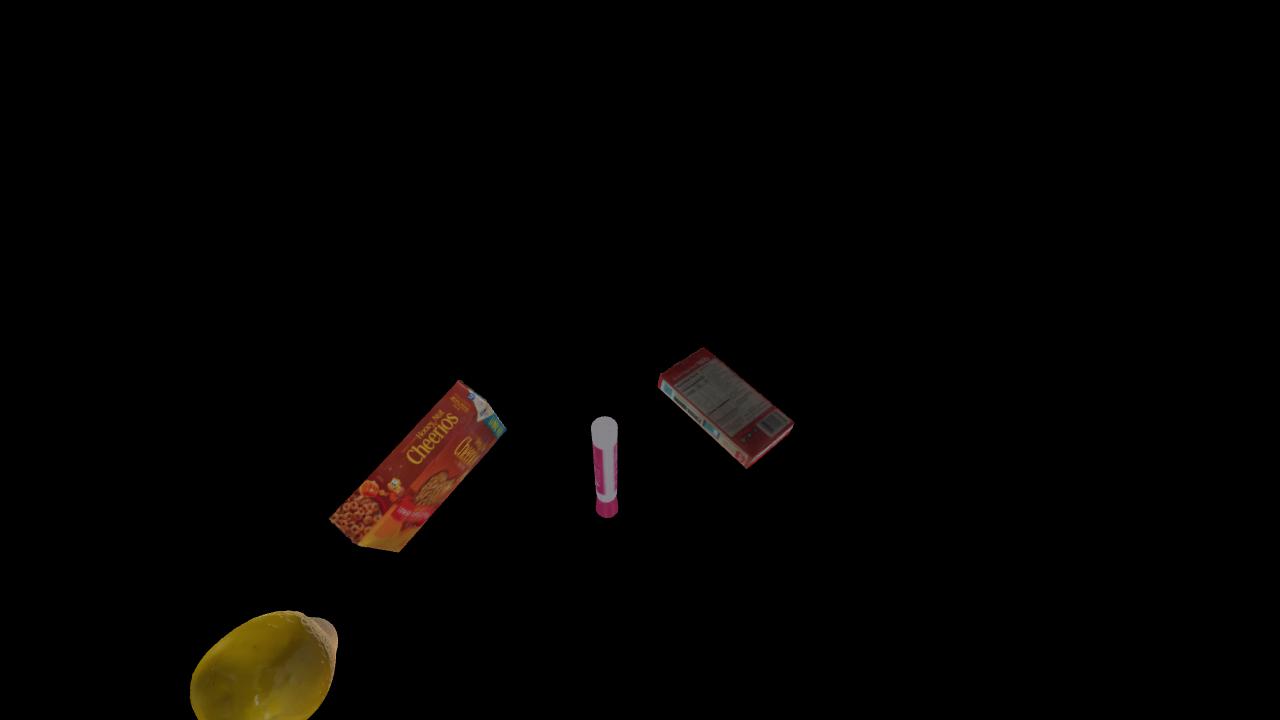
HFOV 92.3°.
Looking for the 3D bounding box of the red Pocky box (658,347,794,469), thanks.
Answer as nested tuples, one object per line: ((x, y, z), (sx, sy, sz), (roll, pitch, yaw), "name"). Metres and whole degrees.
((0.103, 0.054, 0.751), (0.083, 0.028, 0.155), (-31, 60, -29), "red Pocky box")

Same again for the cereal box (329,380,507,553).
((-0.379, 0.195, 1.104), (0.081, 0.306, 0.203), (37, -18, 10), "cereal box")

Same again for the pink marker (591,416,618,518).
((-0.026, 0.087, 0.472), (0.020, 0.020, 0.121), (0, -42, -2), "pink marker")

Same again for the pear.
((-0.231, 0.201, 0.413), (0.080, 0.080, 0.111), (0, 0, 15), "pear")
